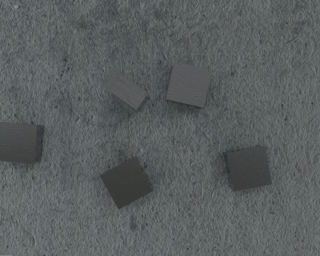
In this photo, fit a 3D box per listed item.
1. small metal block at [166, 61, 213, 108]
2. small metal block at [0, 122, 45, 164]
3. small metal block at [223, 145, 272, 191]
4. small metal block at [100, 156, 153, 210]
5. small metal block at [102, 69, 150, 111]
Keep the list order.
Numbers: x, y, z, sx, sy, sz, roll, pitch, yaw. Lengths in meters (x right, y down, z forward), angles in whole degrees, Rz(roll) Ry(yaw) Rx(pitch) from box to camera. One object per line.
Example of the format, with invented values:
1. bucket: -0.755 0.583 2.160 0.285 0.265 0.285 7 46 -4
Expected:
1. small metal block: 0.037 -0.056 0.410 0.050 0.025 0.050 13 90 0
2. small metal block: -0.184 0.019 0.408 0.050 0.025 0.050 5 90 0
3. small metal block: 0.115 0.053 0.411 0.050 0.025 0.050 -10 90 0
4. small metal block: -0.043 0.071 0.410 0.050 0.025 0.050 -29 90 0
5. small metal block: -0.042 -0.046 0.397 0.050 0.050 0.025 35 90 0
